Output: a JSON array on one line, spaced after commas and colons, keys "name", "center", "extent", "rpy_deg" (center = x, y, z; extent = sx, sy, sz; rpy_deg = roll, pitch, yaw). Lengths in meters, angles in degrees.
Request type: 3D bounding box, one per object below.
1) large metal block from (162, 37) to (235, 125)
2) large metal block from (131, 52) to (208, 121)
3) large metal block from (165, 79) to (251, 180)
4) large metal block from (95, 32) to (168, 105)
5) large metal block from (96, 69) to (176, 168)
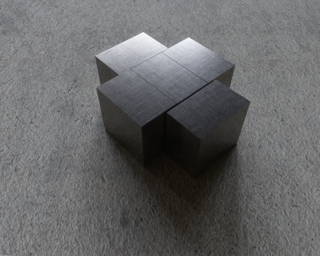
[{"name": "large metal block", "center": [0.048, -0.063, 0.423], "extent": [0.050, 0.080, 0.080], "rpy_deg": [-35, 59, -26]}, {"name": "large metal block", "center": [0.010, -0.037, 0.401], "extent": [0.050, 0.080, 0.080], "rpy_deg": [-35, 59, -26]}, {"name": "large metal block", "center": [0.054, 0.002, 0.368], "extent": [0.080, 0.080, 0.050], "rpy_deg": [-35, 59, -26]}, {"name": "large metal block", "center": [-0.036, -0.073, 0.430], "extent": [0.080, 0.080, 0.050], "rpy_deg": [-35, 59, -26]}, {"name": "large metal block", "center": [-0.028, -0.011, 0.379], "extent": [0.050, 0.080, 0.080], "rpy_deg": [-35, 59, -26]}]
